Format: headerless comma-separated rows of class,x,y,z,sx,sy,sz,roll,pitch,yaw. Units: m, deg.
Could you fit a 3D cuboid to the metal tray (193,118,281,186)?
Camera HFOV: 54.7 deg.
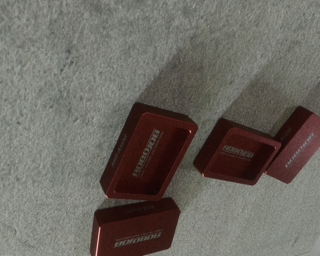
metal tray,0.127,0.042,0.501,0.131,0.030,0.089,16,110,-35

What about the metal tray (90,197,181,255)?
metal tray,-0.038,0.161,0.484,0.131,0.030,0.089,-3,120,-27

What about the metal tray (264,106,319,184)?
metal tray,0.242,0.034,0.560,0.090,0.030,0.129,25,105,-37

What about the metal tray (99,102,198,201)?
metal tray,-0.016,0.037,0.419,0.091,0.030,0.129,13,112,-34
